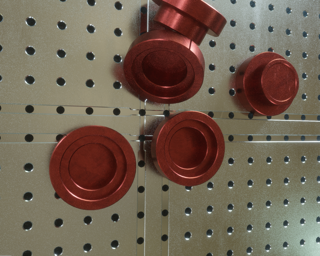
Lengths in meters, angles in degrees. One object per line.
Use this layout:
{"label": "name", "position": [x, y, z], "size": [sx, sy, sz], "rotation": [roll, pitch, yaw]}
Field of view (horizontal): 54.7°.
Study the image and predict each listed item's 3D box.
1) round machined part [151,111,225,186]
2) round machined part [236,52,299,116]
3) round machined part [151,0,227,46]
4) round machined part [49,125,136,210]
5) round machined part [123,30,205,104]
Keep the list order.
{"label": "round machined part", "position": [0.034, 0.026, 0.418], "size": [0.099, 0.042, 0.097], "rotation": [0, 90, -21]}
{"label": "round machined part", "position": [0.168, -0.067, 0.468], "size": [0.099, 0.042, 0.097], "rotation": [0, 90, -21]}
{"label": "round machined part", "position": [0.030, -0.138, 0.390], "size": [0.099, 0.098, 0.042], "rotation": [25, 104, -19]}
{"label": "round machined part", "position": [-0.082, 0.045, 0.374], "size": [0.099, 0.042, 0.097], "rotation": [0, 90, -21]}
{"label": "round machined part", "position": [0.007, -0.080, 0.387], "size": [0.098, 0.098, 0.042], "rotation": [29, 46, -18]}
